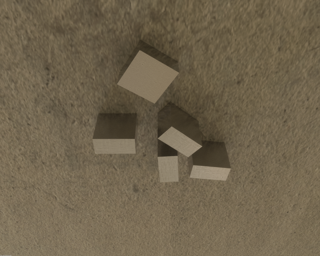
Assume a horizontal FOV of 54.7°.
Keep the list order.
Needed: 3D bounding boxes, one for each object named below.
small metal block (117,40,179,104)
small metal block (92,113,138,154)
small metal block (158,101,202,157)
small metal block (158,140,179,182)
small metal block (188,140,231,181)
[{"bbox_3d":[-0.014,-0.063,0.353,0.050,0.025,0.050,26,125,-21],"label":"small metal block"},{"bbox_3d":[-0.055,0.006,0.396,0.050,0.050,0.025,0,130,-1],"label":"small metal block"},{"bbox_3d":[0.024,0.001,0.393,0.050,0.050,0.025,33,123,-25],"label":"small metal block"},{"bbox_3d":[0.011,0.038,0.424,0.025,0.050,0.050,-3,130,2],"label":"small metal block"},{"bbox_3d":[0.066,0.044,0.429,0.050,0.050,0.025,6,130,-5],"label":"small metal block"}]
